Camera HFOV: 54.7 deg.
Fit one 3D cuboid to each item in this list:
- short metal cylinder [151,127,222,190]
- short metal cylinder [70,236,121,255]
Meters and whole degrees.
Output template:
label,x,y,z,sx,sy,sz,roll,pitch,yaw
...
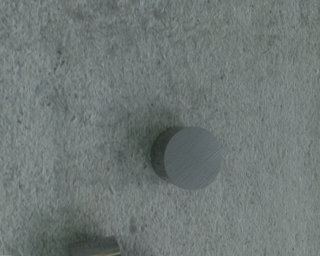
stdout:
label,x,y,z,sx,sy,sz,roll,pitch,yaw
short metal cylinder,0.034,0.038,0.410,0.081,0.050,0.079,0,90,-21
short metal cylinder,-0.073,0.169,0.354,0.050,0.080,0.079,-5,92,-20
